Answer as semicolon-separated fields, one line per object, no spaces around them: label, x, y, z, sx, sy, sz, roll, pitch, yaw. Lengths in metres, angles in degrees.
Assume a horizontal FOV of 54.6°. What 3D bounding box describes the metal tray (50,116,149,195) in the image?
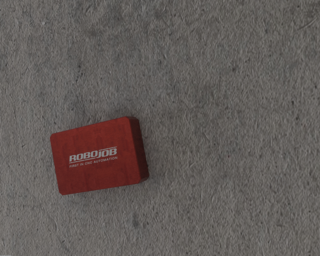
metal tray;-0.087;0.040;0.438;0.130;0.030;0.090;-12;86;19
